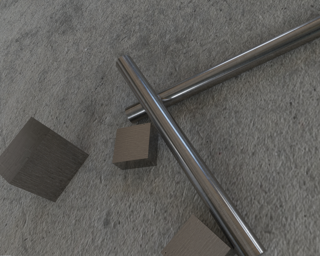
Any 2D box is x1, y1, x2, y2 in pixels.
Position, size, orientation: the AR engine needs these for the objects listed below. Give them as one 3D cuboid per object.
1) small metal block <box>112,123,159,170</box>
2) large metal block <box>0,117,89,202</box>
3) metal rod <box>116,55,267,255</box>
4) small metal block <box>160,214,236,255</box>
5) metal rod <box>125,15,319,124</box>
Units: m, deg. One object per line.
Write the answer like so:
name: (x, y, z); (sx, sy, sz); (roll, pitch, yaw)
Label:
small metal block: (-0.031, 0.024, 0.404); (0.050, 0.025, 0.050); (-10, 57, 22)
large metal block: (-0.159, 0.044, 0.423); (0.050, 0.080, 0.080); (25, 75, 36)
metal rod: (0.018, 0.013, 0.363); (0.025, 0.025, 0.300); (-36, 58, 4)
small metal block: (0.038, 0.124, 0.307); (0.050, 0.025, 0.050); (-49, 52, -6)
metal rod: (0.091, -0.078, 0.402); (0.301, 0.025, 0.025); (-24, 53, 12)
